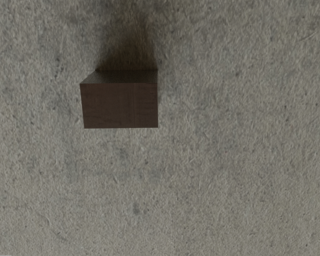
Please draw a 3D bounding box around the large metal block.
[{"bbox_3d":[-0.043,-0.037,0.366,0.080,0.080,0.050,-1,110,0],"label":"large metal block"}]
